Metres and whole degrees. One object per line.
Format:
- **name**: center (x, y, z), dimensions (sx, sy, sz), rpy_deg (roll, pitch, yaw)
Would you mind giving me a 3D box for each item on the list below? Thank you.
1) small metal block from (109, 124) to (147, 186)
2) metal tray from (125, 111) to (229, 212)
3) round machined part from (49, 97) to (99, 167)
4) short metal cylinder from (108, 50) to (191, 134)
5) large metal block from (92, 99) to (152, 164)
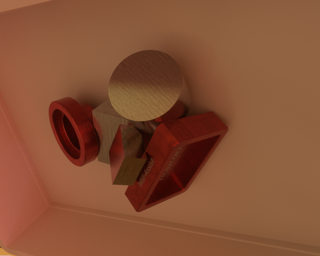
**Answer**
- **small metal block**: center (-0.039, 0.032, 0.363), dimensions (0.025, 0.050, 0.050), rpy_deg (8, 132, -23)
- **metal tray**: center (0.018, 0.043, 0.379), dimensions (0.030, 0.091, 0.129), rpy_deg (50, 134, 28)
- **round machined part**: center (-0.114, 0.002, 0.440), dimensions (0.098, 0.042, 0.097), rpy_deg (30, 133, 39)
- **short metal cylinder**: center (-0.010, -0.038, 0.343), dimensions (0.080, 0.080, 0.050), rpy_deg (15, 169, 19)
- **large metal block**: center (-0.039, 0.009, 0.415), dimensions (0.080, 0.050, 0.079), rpy_deg (14, 124, 20)
